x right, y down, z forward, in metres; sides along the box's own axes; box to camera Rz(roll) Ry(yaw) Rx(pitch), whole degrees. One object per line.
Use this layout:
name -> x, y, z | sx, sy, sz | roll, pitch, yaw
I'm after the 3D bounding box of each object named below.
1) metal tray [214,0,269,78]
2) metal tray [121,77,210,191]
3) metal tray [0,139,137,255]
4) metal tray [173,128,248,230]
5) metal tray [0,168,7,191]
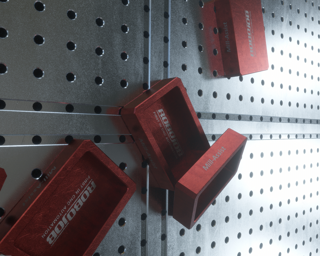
metal tray -> 0.142, -0.157, 0.527 | 0.091, 0.030, 0.129 | -18, 102, -39
metal tray -> 0.014, 0.008, 0.419 | 0.090, 0.030, 0.129 | -40, 115, -33
metal tray -> -0.094, 0.087, 0.328 | 0.090, 0.030, 0.130 | 50, 60, -29
metal tray -> 0.071, 0.070, 0.438 | 0.131, 0.030, 0.089 | -40, 149, -33
metal tray -> -0.203, 0.054, 0.236 | 0.131, 0.030, 0.090 | 29, 72, -37
